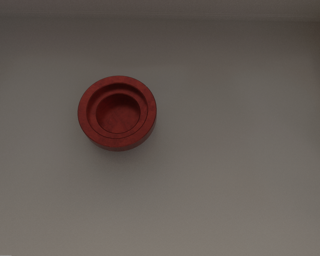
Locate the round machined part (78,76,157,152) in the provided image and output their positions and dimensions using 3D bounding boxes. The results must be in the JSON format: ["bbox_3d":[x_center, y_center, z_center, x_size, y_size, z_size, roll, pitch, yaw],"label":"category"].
[{"bbox_3d":[-0.053,-0.016,0.406,0.099,0.042,0.098,0,70,-1],"label":"round machined part"}]
